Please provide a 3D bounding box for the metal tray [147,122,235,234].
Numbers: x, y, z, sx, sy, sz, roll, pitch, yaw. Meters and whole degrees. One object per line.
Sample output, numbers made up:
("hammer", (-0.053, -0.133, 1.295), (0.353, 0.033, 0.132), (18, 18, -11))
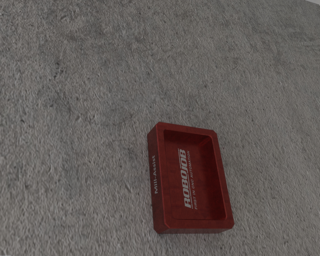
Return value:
("metal tray", (0.035, 0.060, 0.381), (0.091, 0.030, 0.130), (9, 58, -24))
